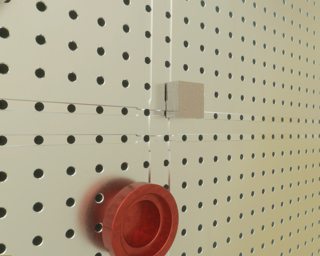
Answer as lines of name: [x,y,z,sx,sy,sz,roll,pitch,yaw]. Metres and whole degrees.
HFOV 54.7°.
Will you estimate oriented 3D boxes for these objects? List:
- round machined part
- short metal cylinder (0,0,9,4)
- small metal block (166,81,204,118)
round machined part: [-0.027,0.114,0.375,0.099,0.042,0.097,0,90,-40]
short metal cylinder: [-0.152,-0.154,0.265,0.081,0.050,0.080,0,90,-40]
small metal block: [0.036,-0.039,0.439,0.050,0.025,0.050,0,90,-40]
